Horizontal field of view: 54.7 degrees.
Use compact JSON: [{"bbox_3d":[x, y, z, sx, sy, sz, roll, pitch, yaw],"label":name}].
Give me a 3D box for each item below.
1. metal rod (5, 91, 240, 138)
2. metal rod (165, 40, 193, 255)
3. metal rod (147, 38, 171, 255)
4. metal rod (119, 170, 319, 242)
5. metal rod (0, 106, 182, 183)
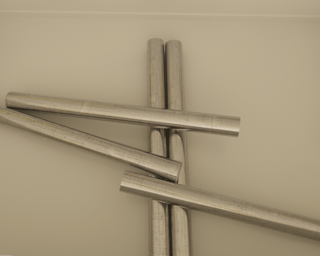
[{"bbox_3d":[-0.053,-0.019,0.394,0.301,0.025,0.025,7,70,9],"label":"metal rod"},{"bbox_3d":[0.023,0.019,0.400,0.025,0.025,0.299,-1,70,-1],"label":"metal rod"},{"bbox_3d":[-0.003,0.017,0.400,0.025,0.025,0.299,-1,70,-1],"label":"metal rod"},{"bbox_3d":[0.103,0.098,0.355,0.302,0.025,0.025,15,71,-1],"label":"metal rod"},{"bbox_3d":[-0.120,0.010,0.389,0.301,0.025,0.025,16,71,11],"label":"metal rod"}]
